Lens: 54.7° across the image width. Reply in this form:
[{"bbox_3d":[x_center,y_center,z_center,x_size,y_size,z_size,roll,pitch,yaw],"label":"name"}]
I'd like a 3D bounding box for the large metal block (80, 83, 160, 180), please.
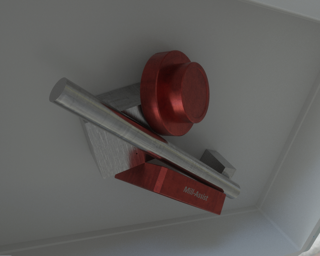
[{"bbox_3d":[-0.046,0.002,0.368,0.081,0.050,0.079,-21,127,-17],"label":"large metal block"}]

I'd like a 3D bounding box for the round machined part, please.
[{"bbox_3d":[0.023,-0.039,0.352,0.099,0.042,0.097,-2,93,-57],"label":"round machined part"}]

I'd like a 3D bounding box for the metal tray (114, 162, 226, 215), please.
[{"bbox_3d":[0.016,0.079,0.419,0.131,0.090,0.030,29,75,-39],"label":"metal tray"}]

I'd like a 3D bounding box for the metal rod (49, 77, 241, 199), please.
[{"bbox_3d":[0.009,0.030,0.365,0.301,0.025,0.025,33,100,-39],"label":"metal rod"}]

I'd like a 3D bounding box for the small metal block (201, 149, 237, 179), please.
[{"bbox_3d":[0.083,0.069,0.481,0.025,0.050,0.050,16,110,-35],"label":"small metal block"}]
